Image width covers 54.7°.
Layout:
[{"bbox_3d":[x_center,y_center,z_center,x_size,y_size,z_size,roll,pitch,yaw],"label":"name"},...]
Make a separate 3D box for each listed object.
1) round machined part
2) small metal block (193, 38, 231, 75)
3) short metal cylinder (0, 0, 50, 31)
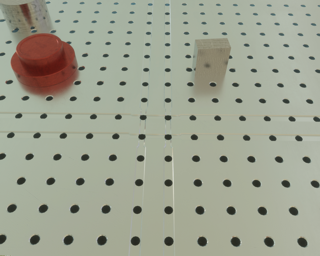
[{"bbox_3d":[-0.185,-0.113,0.489,0.099,0.042,0.098,0,50,0],"label":"round machined part"},{"bbox_3d":[0.080,-0.112,0.486,0.050,0.050,0.025,-4,50,-4],"label":"small metal block"},{"bbox_3d":[-0.254,-0.227,0.579,0.081,0.050,0.080,0,50,0],"label":"short metal cylinder"}]
